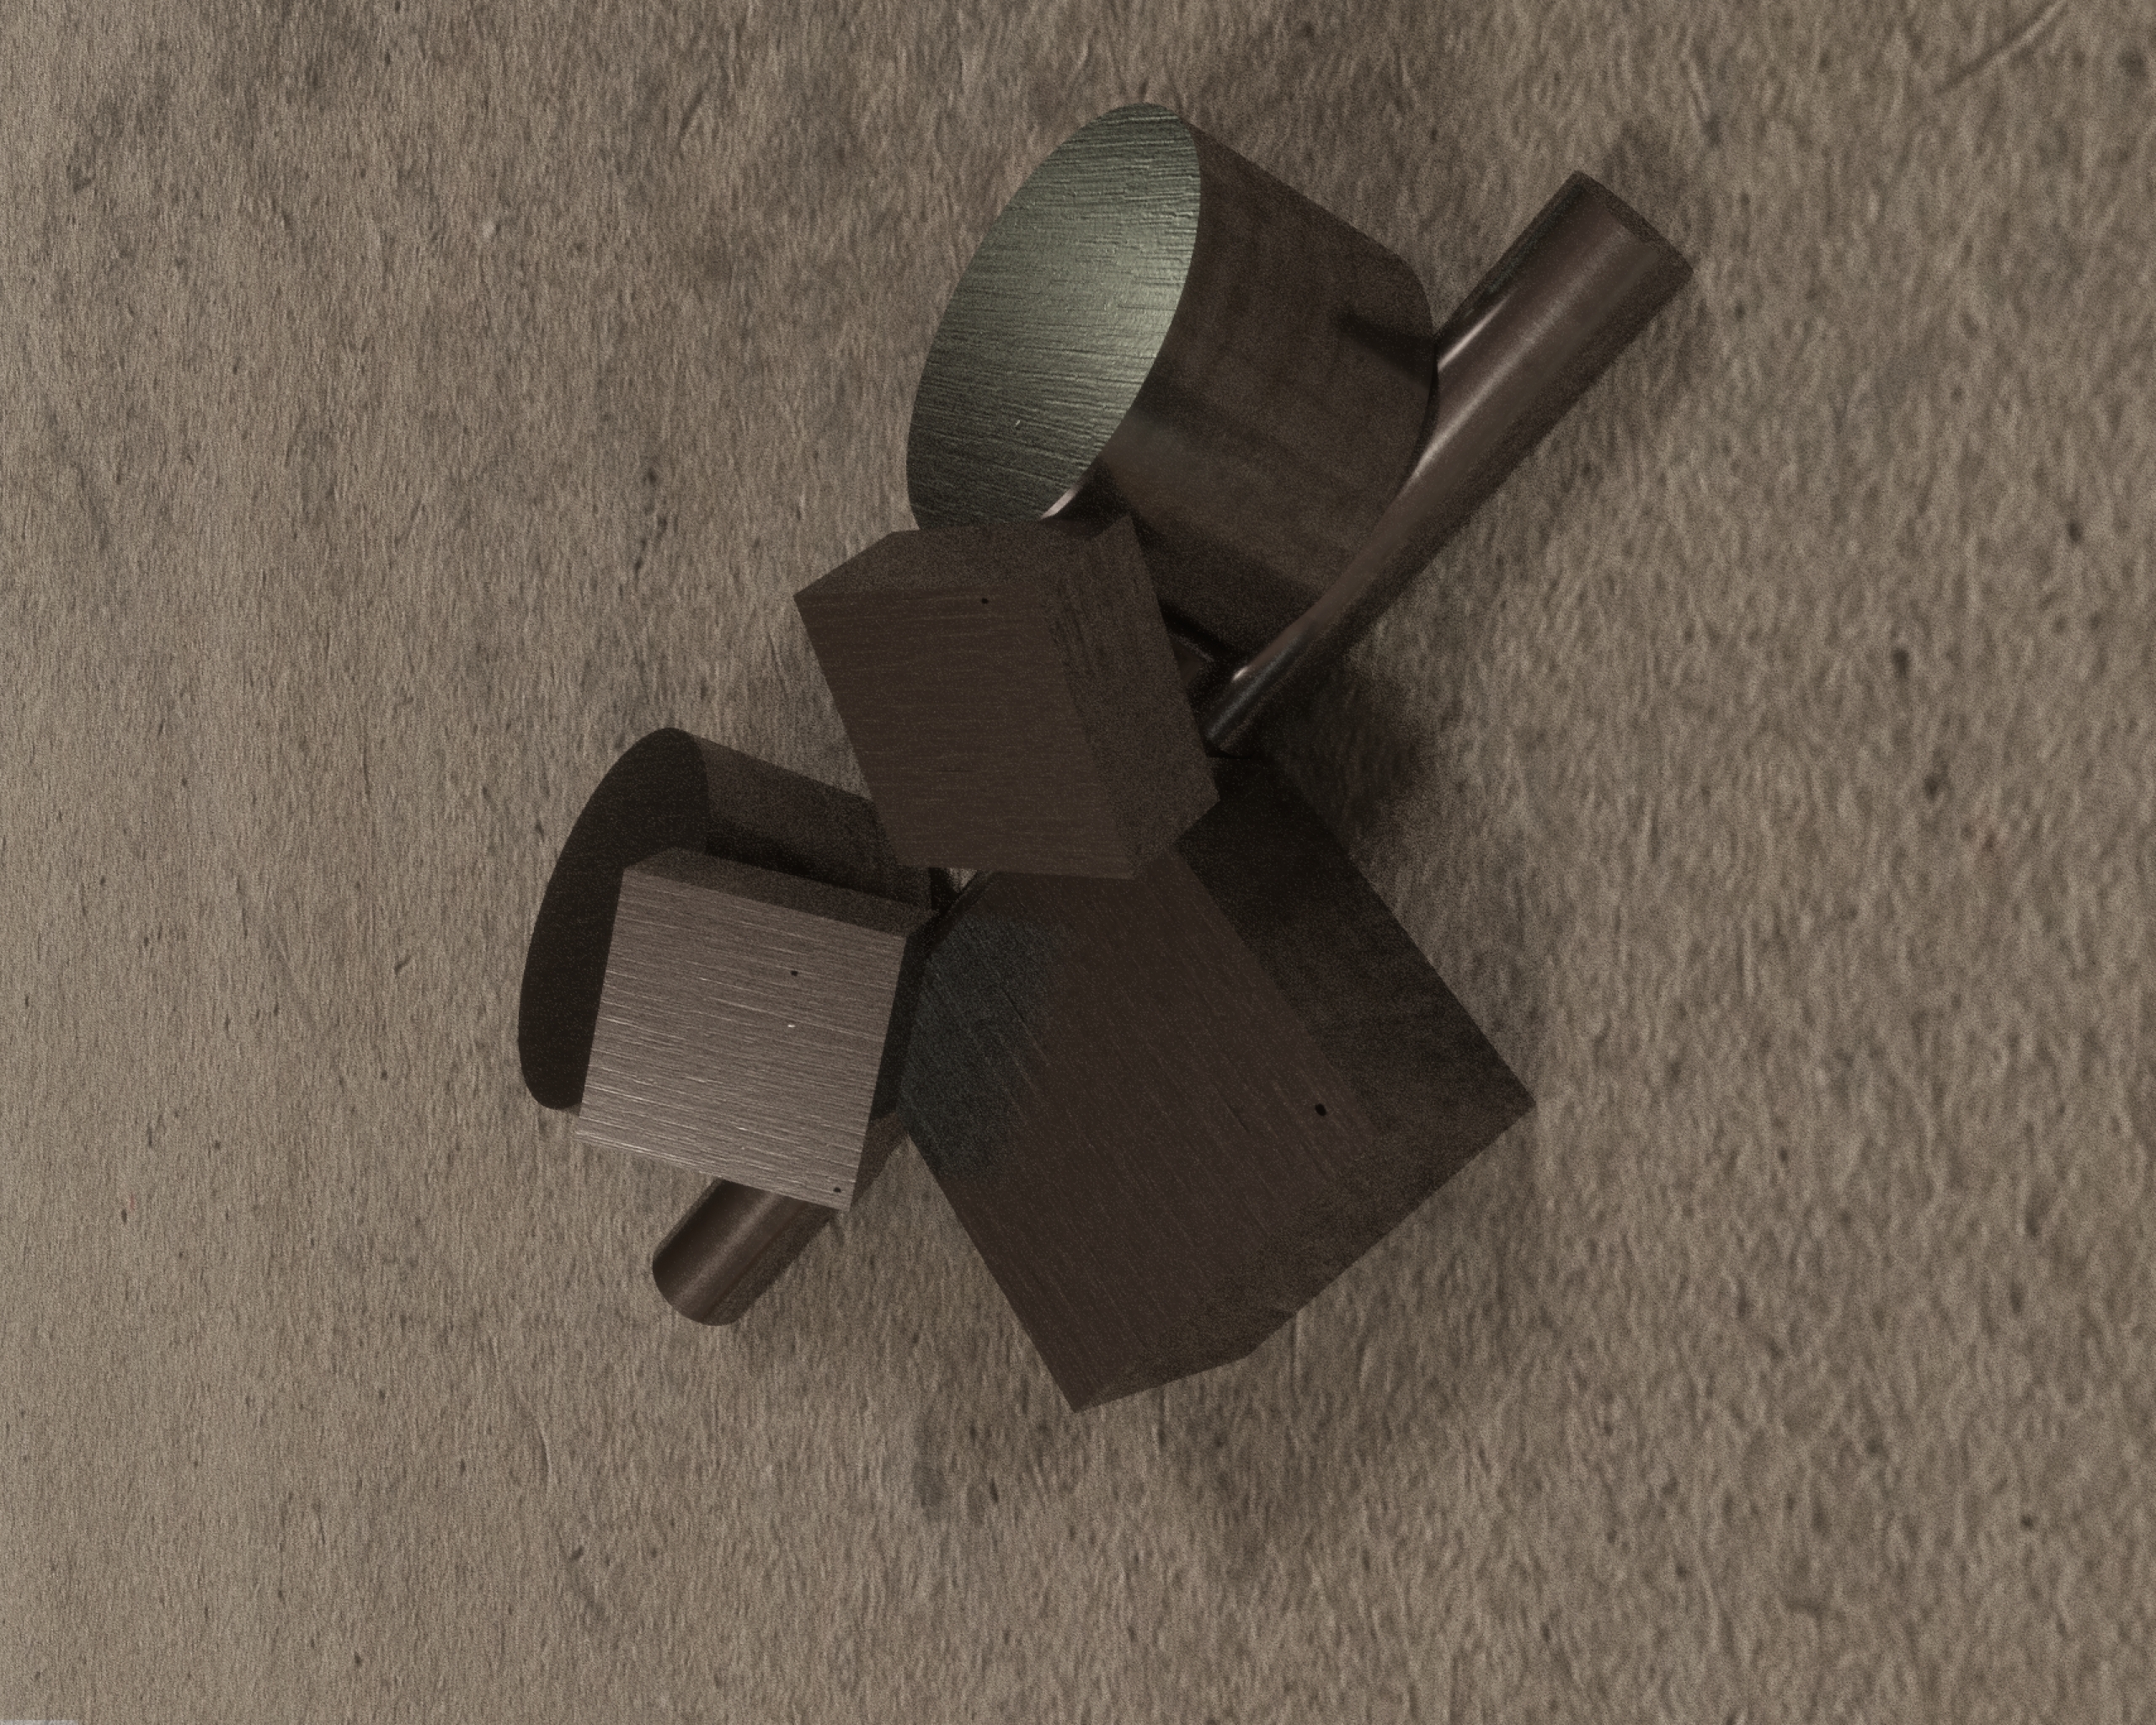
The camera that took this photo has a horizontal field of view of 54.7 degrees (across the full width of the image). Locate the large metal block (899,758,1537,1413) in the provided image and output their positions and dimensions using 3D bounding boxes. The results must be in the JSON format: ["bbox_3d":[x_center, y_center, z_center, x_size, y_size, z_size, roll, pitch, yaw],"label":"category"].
[{"bbox_3d":[0.018,0.037,0.371,0.080,0.050,0.080,-49,62,29],"label":"large metal block"}]

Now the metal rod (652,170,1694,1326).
[{"bbox_3d":[0.002,-0.004,0.403,0.299,0.025,0.025,-48,62,28],"label":"metal rod"}]

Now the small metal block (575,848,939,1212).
[{"bbox_3d":[-0.057,0.029,0.370,0.050,0.025,0.050,14,101,6],"label":"small metal block"}]

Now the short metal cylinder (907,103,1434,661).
[{"bbox_3d":[0.014,-0.081,0.358,0.080,0.050,0.080,-32,47,43],"label":"short metal cylinder"}]

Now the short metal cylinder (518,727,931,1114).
[{"bbox_3d":[-0.074,0.018,0.431,0.080,0.050,0.080,-32,47,43],"label":"short metal cylinder"}]

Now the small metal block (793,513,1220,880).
[{"bbox_3d":[-0.011,-0.026,0.332,0.050,0.025,0.050,3,123,39],"label":"small metal block"}]
